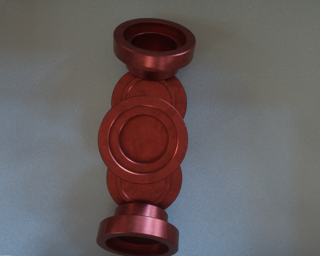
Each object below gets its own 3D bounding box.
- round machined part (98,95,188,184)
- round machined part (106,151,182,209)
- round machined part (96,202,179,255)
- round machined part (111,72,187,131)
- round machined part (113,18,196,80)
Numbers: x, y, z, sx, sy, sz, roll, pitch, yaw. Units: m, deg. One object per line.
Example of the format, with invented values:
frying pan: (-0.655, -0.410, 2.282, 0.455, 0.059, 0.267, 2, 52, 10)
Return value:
round machined part: (-0.018, 0.013, 0.358, 0.099, 0.042, 0.097, 0, 90, -1)
round machined part: (-0.020, 0.065, 0.401, 0.099, 0.042, 0.097, 0, 90, -1)
round machined part: (-0.026, 0.126, 0.383, 0.099, 0.097, 0.042, 6, 53, -1)
round machined part: (-0.014, -0.033, 0.401, 0.099, 0.042, 0.097, 0, 90, -1)
round machined part: (-0.008, -0.095, 0.383, 0.099, 0.098, 0.042, 7, 132, -1)
